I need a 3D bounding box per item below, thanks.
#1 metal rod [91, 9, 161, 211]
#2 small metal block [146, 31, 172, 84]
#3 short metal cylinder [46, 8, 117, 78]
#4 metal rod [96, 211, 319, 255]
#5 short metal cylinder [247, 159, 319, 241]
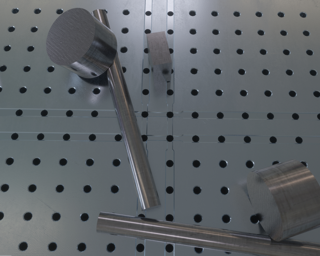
[{"bbox_3d":[-0.052,-0.038,0.424,0.025,0.025,0.299,-15,71,-6],"label":"metal rod"},{"bbox_3d":[-0.001,-0.098,0.434,0.025,0.050,0.050,-10,71,-4],"label":"small metal block"},{"bbox_3d":[-0.106,-0.114,0.423,0.080,0.050,0.080,-5,77,24],"label":"short metal cylinder"},{"bbox_3d":[0.077,0.132,0.363,0.302,0.025,0.025,8,70,2],"label":"metal rod"},{"bbox_3d":[0.141,0.081,0.354,0.050,0.080,0.080,-16,71,-6],"label":"short metal cylinder"}]
